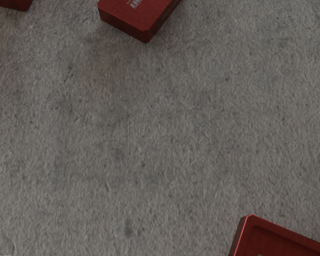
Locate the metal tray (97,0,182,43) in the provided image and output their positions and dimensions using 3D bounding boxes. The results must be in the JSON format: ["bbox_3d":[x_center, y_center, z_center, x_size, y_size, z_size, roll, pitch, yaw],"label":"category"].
[{"bbox_3d":[-0.023,-0.204,0.480,0.090,0.030,0.130,31,73,10],"label":"metal tray"}]

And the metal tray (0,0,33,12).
[{"bbox_3d":[-0.235,-0.255,0.495,0.090,0.030,0.130,14,70,4],"label":"metal tray"}]

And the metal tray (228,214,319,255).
[{"bbox_3d":[0.143,0.164,0.347,0.131,0.030,0.090,22,71,7],"label":"metal tray"}]
